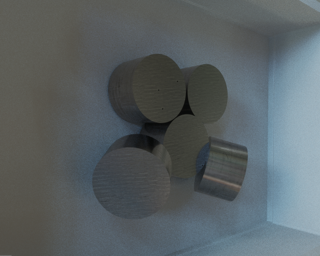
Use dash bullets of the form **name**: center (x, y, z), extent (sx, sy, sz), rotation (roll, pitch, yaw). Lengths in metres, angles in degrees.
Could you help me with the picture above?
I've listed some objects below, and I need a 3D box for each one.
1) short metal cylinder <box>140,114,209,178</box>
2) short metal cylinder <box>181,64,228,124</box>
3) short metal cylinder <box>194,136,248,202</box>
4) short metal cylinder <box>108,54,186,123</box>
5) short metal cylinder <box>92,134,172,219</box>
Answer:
- **short metal cylinder**: center (0.018, 0.022, 0.403), extent (0.081, 0.050, 0.079), rotation (0, 90, -40)
- **short metal cylinder**: center (0.049, -0.046, 0.432), extent (0.081, 0.050, 0.079), rotation (0, 90, -40)
- **short metal cylinder**: center (0.083, 0.057, 0.433), extent (0.050, 0.080, 0.080), rotation (16, 77, 1)
- **short metal cylinder**: center (-0.015, -0.046, 0.376), extent (0.081, 0.050, 0.079), rotation (0, 90, -40)
- **short metal cylinder**: center (-0.028, 0.051, 0.340), extent (0.050, 0.080, 0.080), rotation (-76, 151, -75)
